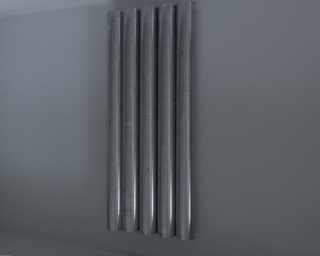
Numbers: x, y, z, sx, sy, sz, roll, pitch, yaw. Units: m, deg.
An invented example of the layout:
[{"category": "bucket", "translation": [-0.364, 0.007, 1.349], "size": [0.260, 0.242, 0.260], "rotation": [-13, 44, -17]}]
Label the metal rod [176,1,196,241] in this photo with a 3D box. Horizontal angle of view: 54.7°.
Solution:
[{"category": "metal rod", "translation": [0.033, -0.009, 0.397], "size": [0.025, 0.025, 0.298], "rotation": [0, 90, 20]}]

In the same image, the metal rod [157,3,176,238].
[{"category": "metal rod", "translation": [0.010, -0.010, 0.406], "size": [0.025, 0.025, 0.298], "rotation": [0, 90, 20]}]

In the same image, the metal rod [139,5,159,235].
[{"category": "metal rod", "translation": [-0.015, -0.010, 0.414], "size": [0.025, 0.025, 0.298], "rotation": [0, 90, 20]}]

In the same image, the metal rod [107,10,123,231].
[{"category": "metal rod", "translation": [-0.061, -0.010, 0.431], "size": [0.025, 0.025, 0.298], "rotation": [0, 90, 20]}]

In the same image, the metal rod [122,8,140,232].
[{"category": "metal rod", "translation": [-0.039, -0.011, 0.423], "size": [0.025, 0.025, 0.298], "rotation": [0, 90, 20]}]
